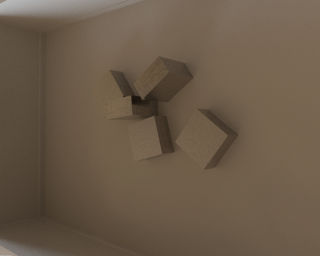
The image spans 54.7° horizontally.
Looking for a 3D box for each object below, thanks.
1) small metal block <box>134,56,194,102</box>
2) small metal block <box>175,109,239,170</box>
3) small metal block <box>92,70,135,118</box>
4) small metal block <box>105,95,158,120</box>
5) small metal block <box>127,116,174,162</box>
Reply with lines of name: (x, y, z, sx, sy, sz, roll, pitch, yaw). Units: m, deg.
small metal block: (0.005, -0.059, 0.385, 0.050, 0.050, 0.025, -42, 65, 31)
small metal block: (0.053, 0.012, 0.361, 0.050, 0.025, 0.050, 45, 117, 30)
small metal block: (-0.070, -0.050, 0.462, 0.050, 0.025, 0.050, -44, 64, 31)
small metal block: (-0.038, -0.026, 0.420, 0.050, 0.050, 0.025, -7, 86, 39)
small metal block: (-0.013, 0.015, 0.416, 0.050, 0.025, 0.050, -19, 78, 38)
